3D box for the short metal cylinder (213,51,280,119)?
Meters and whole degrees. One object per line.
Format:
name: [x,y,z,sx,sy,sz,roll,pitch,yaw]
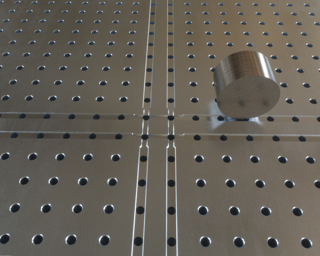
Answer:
short metal cylinder: [0.115,-0.057,0.420,0.080,0.080,0.050,0,50,0]
